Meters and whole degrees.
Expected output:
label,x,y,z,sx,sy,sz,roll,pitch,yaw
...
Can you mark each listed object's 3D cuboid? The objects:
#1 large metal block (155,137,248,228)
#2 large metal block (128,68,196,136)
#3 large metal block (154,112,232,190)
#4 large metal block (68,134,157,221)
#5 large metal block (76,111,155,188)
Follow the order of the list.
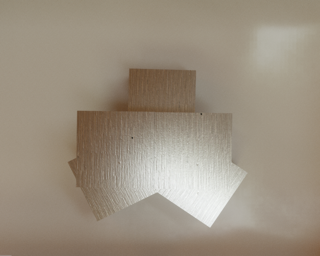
label,x,y,z,sx,sy,sz,roll,pitch,yaw
large metal block,0.050,0.064,0.396,0.080,0.050,0.080,34,90,0
large metal block,0.002,-0.031,0.397,0.081,0.050,0.080,2,90,0
large metal block,0.034,0.024,0.346,0.081,0.050,0.080,1,90,0
large metal block,-0.057,0.059,0.397,0.080,0.050,0.080,-26,90,0
large metal block,-0.046,0.022,0.347,0.081,0.050,0.080,1,90,0
